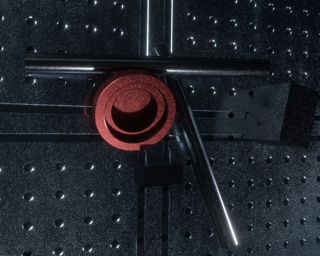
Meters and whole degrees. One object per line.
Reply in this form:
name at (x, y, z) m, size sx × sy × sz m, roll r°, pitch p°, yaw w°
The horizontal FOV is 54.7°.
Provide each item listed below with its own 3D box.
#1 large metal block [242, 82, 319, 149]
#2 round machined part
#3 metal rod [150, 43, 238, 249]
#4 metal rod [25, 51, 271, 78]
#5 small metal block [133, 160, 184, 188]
large metal block at (0.172, -0.017, 0.449) m, size 0.050 × 0.080 × 0.080 m, roll 15°, pitch 85°, yaw -20°
round machined part at (-0.033, -0.025, 0.380) m, size 0.099 × 0.042 × 0.097 m, roll -8°, pitch 117°, yaw -16°
metal rod at (0.050, 0.030, 0.432) m, size 0.025 × 0.025 × 0.298 m, roll -23°, pitch 98°, yaw -19°
metal rod at (-0.005, -0.078, 0.387) m, size 0.302 × 0.025 × 0.025 m, roll -1°, pitch 91°, yaw -12°
small metal block at (-0.003, 0.057, 0.399) m, size 0.050 × 0.050 × 0.025 m, roll -3°, pitch 91°, yaw -20°
